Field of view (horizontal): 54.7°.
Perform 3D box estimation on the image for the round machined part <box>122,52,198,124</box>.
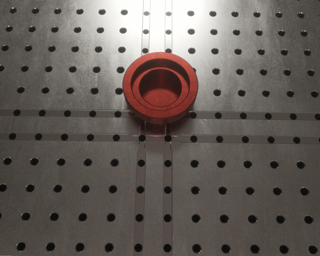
[{"bbox_3d":[0.001,-0.050,0.421,0.099,0.042,0.098,0,70,-1],"label":"round machined part"}]
